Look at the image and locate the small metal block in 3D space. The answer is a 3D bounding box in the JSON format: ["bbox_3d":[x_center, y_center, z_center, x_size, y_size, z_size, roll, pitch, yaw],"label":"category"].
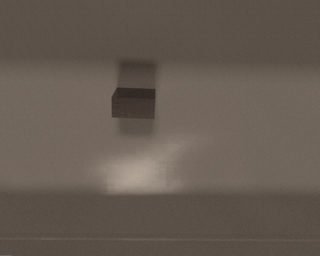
[{"bbox_3d":[-0.032,-0.032,0.386,0.050,0.050,0.025,2,110,-1],"label":"small metal block"}]
